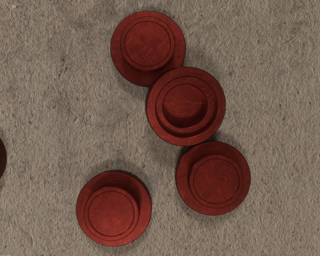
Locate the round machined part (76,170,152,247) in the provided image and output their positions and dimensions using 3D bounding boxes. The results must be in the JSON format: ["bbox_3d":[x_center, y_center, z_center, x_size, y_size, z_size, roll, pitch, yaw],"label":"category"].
[{"bbox_3d":[-0.060,0.105,0.401,0.099,0.042,0.097,0,90,-1],"label":"round machined part"}]

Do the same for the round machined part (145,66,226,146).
[{"bbox_3d":[0.030,-0.029,0.394,0.099,0.042,0.097,-2,103,-8],"label":"round machined part"}]

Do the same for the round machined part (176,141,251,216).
[{"bbox_3d":[0.070,0.066,0.403,0.099,0.042,0.097,0,90,-1],"label":"round machined part"}]

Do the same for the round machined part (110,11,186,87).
[{"bbox_3d":[-0.015,-0.104,0.401,0.099,0.042,0.097,0,90,-1],"label":"round machined part"}]

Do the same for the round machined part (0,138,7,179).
[{"bbox_3d":[-0.257,0.041,0.398,0.099,0.042,0.097,0,90,-1],"label":"round machined part"}]
